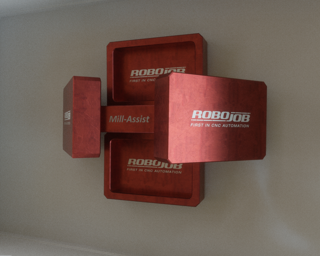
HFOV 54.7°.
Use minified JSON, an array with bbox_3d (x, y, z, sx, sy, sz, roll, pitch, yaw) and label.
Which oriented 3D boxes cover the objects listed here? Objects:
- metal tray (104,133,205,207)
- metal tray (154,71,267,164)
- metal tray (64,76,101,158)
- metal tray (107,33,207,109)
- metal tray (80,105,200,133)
[{"bbox_3d":[-0.009,0.050,0.407,0.130,0.030,0.089,1,90,19],"label":"metal tray"},{"bbox_3d":[0.059,-0.009,0.339,0.030,0.131,0.089,1,90,62],"label":"metal tray"},{"bbox_3d":[-0.103,-0.012,0.396,0.030,0.130,0.089,1,90,-22],"label":"metal tray"},{"bbox_3d":[-0.005,-0.070,0.408,0.130,0.030,0.089,0,90,19],"label":"metal tray"},{"bbox_3d":[-0.019,-0.010,0.381,0.130,0.090,0.030,1,90,19],"label":"metal tray"}]
